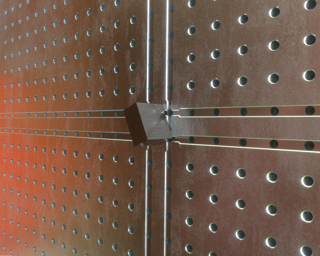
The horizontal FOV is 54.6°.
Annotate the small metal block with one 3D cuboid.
[{"bbox_3d":[-0.015,-0.004,0.406,0.025,0.050,0.050,-28,73,36],"label":"small metal block"}]
